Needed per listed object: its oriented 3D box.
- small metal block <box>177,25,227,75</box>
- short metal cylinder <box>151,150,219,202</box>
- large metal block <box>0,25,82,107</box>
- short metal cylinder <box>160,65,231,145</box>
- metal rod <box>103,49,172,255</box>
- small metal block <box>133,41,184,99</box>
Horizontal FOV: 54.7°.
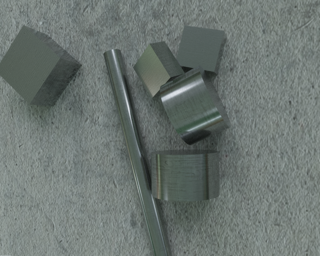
[{"bbox_3d":[0.052,-0.098,0.390,0.050,0.025,0.050,14,95,19],"label":"small metal block"},{"bbox_3d":[0.030,0.053,0.369,0.080,0.080,0.050,-1,90,19],"label":"short metal cylinder"},{"bbox_3d":[-0.178,-0.089,0.457,0.080,0.050,0.080,41,103,15],"label":"large metal block"},{"bbox_3d":[0.042,-0.026,0.364,0.050,0.080,0.080,-26,82,18],"label":"short metal cylinder"},{"bbox_3d":[-0.030,0.039,0.418,0.025,0.025,0.298,-16,85,19],"label":"metal rod"},{"bbox_3d":[-0.003,-0.074,0.396,0.050,0.025,0.050,59,142,10],"label":"small metal block"}]
